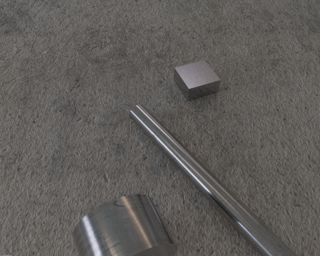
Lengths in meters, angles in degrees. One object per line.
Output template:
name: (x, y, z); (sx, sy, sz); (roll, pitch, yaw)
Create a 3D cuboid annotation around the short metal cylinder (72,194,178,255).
short metal cylinder: (-0.031, 0.105, 0.279); (0.081, 0.080, 0.050); (-21, 53, -17)

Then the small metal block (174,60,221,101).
small metal block: (0.054, -0.072, 0.464); (0.050, 0.025, 0.050); (-17, 52, -14)

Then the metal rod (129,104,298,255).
metal rod: (0.060, 0.069, 0.345); (0.025, 0.025, 0.300); (-31, 57, -23)
